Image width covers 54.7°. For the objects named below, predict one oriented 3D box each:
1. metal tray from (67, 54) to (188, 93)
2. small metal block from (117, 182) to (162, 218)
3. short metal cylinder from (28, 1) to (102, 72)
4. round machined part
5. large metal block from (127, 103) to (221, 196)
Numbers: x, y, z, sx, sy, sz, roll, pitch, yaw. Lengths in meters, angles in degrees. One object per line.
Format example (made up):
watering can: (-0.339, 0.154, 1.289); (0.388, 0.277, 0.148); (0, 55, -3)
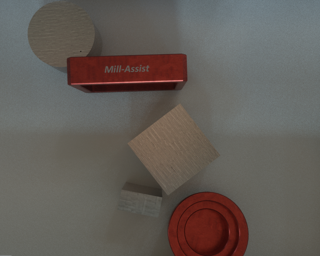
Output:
metal tray: (-0.036, -0.064, 0.378); (0.131, 0.090, 0.030); (-2, 90, -1)
small metal block: (-0.024, 0.091, 0.399); (0.050, 0.050, 0.025); (11, 90, -1)
short metal cylinder: (-0.119, -0.113, 0.397); (0.081, 0.050, 0.079); (0, 90, 0)
round machined part: (0.058, 0.132, 0.396); (0.099, 0.042, 0.098); (0, 76, -2)
large metal block: (0.017, 0.026, 0.399); (0.080, 0.050, 0.080); (-38, 90, 0)
